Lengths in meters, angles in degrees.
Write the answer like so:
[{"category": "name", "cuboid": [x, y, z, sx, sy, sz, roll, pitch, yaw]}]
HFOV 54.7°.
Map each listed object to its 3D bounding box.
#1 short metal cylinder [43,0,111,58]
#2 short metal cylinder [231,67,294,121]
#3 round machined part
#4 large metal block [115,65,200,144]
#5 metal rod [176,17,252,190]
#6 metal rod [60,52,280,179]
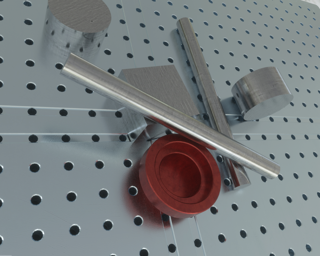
[{"category": "short metal cylinder", "cuboid": [-0.112, -0.141, 0.418, 0.081, 0.050, 0.080, 13, 56, -21]}, {"category": "short metal cylinder", "cuboid": [0.161, -0.053, 0.491, 0.081, 0.080, 0.050, -6, 65, -31]}, {"category": "round machined part", "cuboid": [0.020, 0.059, 0.372, 0.099, 0.042, 0.098, 14, 56, -21]}, {"category": "large metal block", "cuboid": [-0.008, -0.033, 0.408, 0.081, 0.050, 0.080, -13, 68, -33]}, {"category": "metal rod", "cuboid": [0.076, -0.052, 0.480, 0.025, 0.025, 0.299, -1, 62, -29]}, {"category": "metal rod", "cuboid": [0.031, -0.003, 0.366, 0.301, 0.025, 0.025, 26, 52, -23]}]
